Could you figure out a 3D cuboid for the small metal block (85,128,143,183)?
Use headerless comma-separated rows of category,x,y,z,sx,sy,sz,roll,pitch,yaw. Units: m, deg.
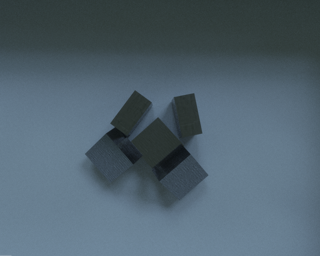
small metal block,-0.060,0.034,0.398,0.050,0.025,0.050,49,123,-1

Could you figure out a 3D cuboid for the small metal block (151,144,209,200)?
small metal block,0.026,0.057,0.397,0.050,0.025,0.050,-41,127,-1

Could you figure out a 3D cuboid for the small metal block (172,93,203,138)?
small metal block,0.033,-0.015,0.397,0.025,0.050,0.050,-11,90,-1

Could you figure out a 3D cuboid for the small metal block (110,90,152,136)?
small metal block,-0.035,-0.018,0.396,0.025,0.050,0.050,37,90,0

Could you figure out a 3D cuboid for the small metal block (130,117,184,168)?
small metal block,-0.004,0.021,0.409,0.050,0.025,0.050,-42,91,0
